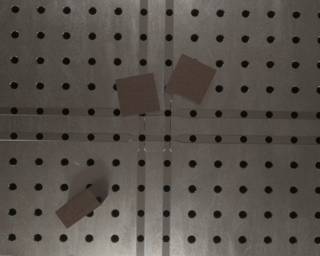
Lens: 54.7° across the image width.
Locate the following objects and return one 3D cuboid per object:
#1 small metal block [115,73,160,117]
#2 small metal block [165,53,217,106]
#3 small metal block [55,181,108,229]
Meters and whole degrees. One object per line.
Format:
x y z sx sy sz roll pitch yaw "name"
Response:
-0.029 -0.043 0.413 0.050 0.025 0.050 -10 90 -1 "small metal block"
0.040 -0.064 0.414 0.050 0.025 0.050 26 90 -1 "small metal block"
-0.099 0.098 0.400 0.050 0.050 0.025 -35 90 0 "small metal block"
